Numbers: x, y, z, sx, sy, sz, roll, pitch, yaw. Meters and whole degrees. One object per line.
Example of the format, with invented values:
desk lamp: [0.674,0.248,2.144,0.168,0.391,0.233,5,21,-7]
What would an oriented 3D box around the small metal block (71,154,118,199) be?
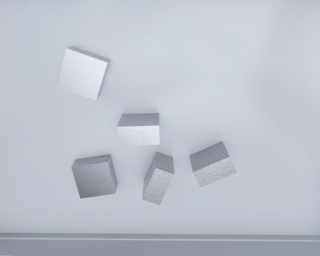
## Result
small metal block: [-0.091,0.068,0.435,0.050,0.025,0.050,-9,110,3]

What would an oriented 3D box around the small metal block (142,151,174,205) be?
small metal block: [-0.003,0.068,0.423,0.025,0.050,0.050,20,109,-7]

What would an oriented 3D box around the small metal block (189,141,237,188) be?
small metal block: [0.070,0.048,0.416,0.050,0.050,0.025,-25,108,8]

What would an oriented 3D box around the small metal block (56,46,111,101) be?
small metal block: [-0.095,-0.068,0.385,0.050,0.025,0.050,19,109,-7]

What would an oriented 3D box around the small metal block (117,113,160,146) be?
small metal block: [-0.026,0.001,0.398,0.050,0.050,0.025,-2,110,0]
